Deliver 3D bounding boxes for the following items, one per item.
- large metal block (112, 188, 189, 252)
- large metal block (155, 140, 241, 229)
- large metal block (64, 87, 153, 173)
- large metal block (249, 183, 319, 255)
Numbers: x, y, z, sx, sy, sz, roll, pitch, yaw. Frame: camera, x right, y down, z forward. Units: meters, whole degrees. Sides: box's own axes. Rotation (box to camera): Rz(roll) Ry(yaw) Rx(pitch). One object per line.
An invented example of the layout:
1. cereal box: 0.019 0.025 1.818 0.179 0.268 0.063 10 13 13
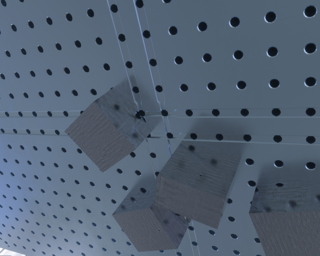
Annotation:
1. large metal block: -0.014 0.146 0.491 0.080 0.050 0.080 -21 108 35
2. large metal block: 0.049 0.067 0.391 0.080 0.080 0.050 17 125 18
3. large metal block: -0.072 0.004 0.434 0.080 0.050 0.080 48 128 -7
4. large metal block: 0.165 0.117 0.380 0.080 0.050 0.080 -12 112 33
